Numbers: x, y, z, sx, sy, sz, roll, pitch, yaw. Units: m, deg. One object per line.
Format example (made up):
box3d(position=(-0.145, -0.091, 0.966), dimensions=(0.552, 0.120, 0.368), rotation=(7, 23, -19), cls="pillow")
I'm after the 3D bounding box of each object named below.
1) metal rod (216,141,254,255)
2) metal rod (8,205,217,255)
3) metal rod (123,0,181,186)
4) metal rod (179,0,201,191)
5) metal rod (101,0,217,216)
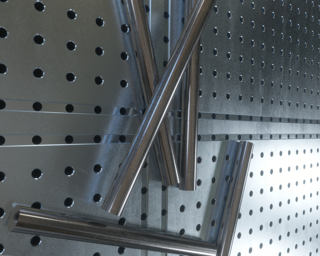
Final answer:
box3d(position=(0.110, 0.166, 0.504), dimensions=(0.025, 0.025, 0.299), rotation=(27, 73, -37), cls="metal rod")
box3d(position=(-0.031, 0.137, 0.385), dimensions=(0.301, 0.025, 0.025), rotation=(26, 74, -37), cls="metal rod")
box3d(position=(-0.014, -0.069, 0.398), dimensions=(0.025, 0.025, 0.298), rotation=(-20, 103, -39), cls="metal rod")
box3d(position=(0.044, -0.061, 0.448), dimensions=(0.025, 0.025, 0.298), rotation=(3, 88, -40), cls="metal rod")
box3d(position=(0.004, -0.039, 0.381), dimensions=(0.025, 0.025, 0.299), rotation=(33, 75, -36), cls="metal rod")
